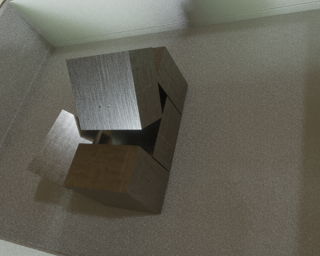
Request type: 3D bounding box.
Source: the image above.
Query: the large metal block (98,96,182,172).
[{"bbox_3d":[-0.025,0.008,0.397,0.080,0.050,0.080,-1,61,27],"label":"large metal block"}]

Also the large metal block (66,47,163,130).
[{"bbox_3d":[-0.049,-0.043,0.347,0.080,0.079,0.050,-1,17,27],"label":"large metal block"}]

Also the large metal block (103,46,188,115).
[{"bbox_3d":[-0.018,-0.057,0.411,0.080,0.080,0.050,-1,61,27],"label":"large metal block"}]

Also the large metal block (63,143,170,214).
[{"bbox_3d":[-0.046,0.058,0.354,0.080,0.080,0.050,0,62,28],"label":"large metal block"}]

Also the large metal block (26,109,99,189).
[{"bbox_3d":[-0.121,0.032,0.400,0.050,0.080,0.080,28,72,-8],"label":"large metal block"}]
